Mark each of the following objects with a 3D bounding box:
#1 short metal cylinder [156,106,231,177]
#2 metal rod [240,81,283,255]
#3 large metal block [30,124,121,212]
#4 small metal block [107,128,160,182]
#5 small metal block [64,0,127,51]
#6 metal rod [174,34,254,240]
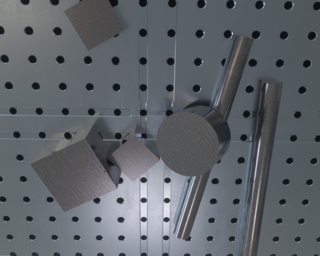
[{"bbox_3d":[0.043,0.015,0.389,0.080,0.050,0.079,7,105,26],"label":"short metal cylinder"},{"bbox_3d":[0.141,0.082,0.444,0.025,0.025,0.298,1,110,-1],"label":"metal rod"},{"bbox_3d":[-0.109,0.054,0.419,0.080,0.050,0.080,-25,108,8],"label":"large metal block"},{"bbox_3d":[-0.035,0.037,0.427,0.050,0.025,0.050,-40,106,13],"label":"small metal block"},{"bbox_3d":[-0.075,-0.127,0.366,0.050,0.025,0.050,-27,108,9],"label":"small metal block"},{"bbox_3d":[0.067,0.026,0.423,0.025,0.025,0.298,12,110,-5],"label":"metal rod"}]
